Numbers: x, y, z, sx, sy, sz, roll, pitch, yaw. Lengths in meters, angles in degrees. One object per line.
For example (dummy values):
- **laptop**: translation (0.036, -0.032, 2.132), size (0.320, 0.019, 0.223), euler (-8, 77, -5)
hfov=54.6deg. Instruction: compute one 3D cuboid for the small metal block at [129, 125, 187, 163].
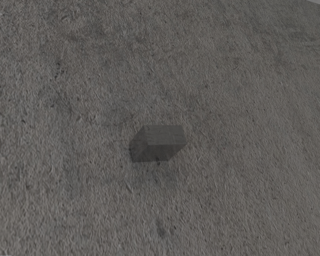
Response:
- **small metal block**: translation (-0.004, 0.019, 0.373), size (0.050, 0.050, 0.025), euler (0, 62, -28)
